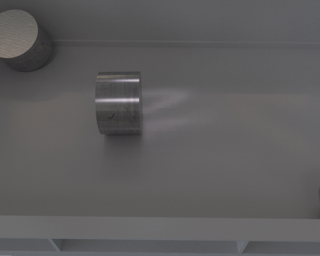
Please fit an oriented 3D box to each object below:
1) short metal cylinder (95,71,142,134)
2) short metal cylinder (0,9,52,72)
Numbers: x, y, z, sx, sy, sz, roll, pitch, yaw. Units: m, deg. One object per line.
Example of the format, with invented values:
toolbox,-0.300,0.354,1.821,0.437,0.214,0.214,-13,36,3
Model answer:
short metal cylinder,-0.050,-0.032,0.395,0.050,0.080,0.080,-1,50,-1
short metal cylinder,-0.218,-0.134,0.480,0.080,0.050,0.080,-1,76,3
